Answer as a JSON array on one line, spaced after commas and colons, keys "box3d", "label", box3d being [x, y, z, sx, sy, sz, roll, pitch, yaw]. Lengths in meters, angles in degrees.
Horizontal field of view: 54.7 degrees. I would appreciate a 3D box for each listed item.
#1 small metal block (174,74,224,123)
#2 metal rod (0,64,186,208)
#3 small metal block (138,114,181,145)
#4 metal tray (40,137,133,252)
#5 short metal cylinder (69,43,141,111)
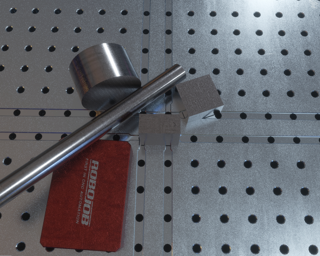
[{"box3d": [0.053, -0.040, 0.427, 0.050, 0.025, 0.050, -19, 71, -7], "label": "small metal block"}, {"box3d": [-0.084, 0.005, 0.377, 0.302, 0.025, 0.025, -37, 74, -22], "label": "metal rod"}, {"box3d": [0.000, 0.003, 0.397, 0.050, 0.050, 0.025, 1, 70, 0], "label": "small metal block"}, {"box3d": [-0.085, 0.079, 0.379, 0.091, 0.030, 0.130, 4, 70, 1], "label": "metal tray"}, {"box3d": [-0.071, -0.065, 0.406, 0.080, 0.080, 0.050, -22, 72, -8], "label": "short metal cylinder"}]
